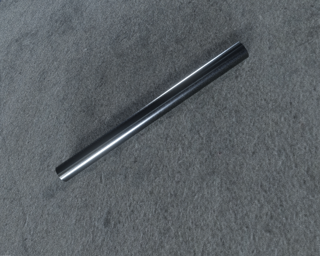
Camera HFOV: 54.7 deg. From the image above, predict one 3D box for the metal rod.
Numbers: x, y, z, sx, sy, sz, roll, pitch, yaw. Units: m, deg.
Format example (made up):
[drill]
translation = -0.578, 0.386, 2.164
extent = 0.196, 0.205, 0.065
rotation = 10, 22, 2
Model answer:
[metal rod]
translation = -0.014, -0.020, 0.421
extent = 0.300, 0.025, 0.025
rotation = -34, 52, 5
